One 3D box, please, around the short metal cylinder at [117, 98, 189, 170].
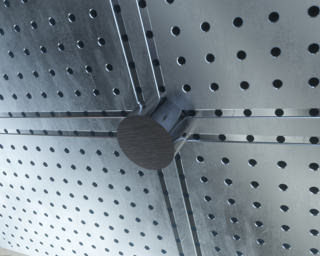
[{"bbox_3d":[-0.008,0.008,0.405,0.080,0.050,0.080,13,124,21],"label":"short metal cylinder"}]
